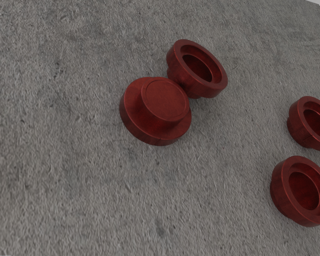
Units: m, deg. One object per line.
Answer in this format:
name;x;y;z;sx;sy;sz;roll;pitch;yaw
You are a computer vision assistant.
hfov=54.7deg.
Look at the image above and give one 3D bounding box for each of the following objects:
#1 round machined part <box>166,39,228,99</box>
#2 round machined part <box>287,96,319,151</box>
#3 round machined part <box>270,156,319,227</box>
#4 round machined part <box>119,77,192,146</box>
round machined part;0.049;-0.082;0.461;0.099;0.042;0.098;23;43;-23
round machined part;0.261;-0.003;0.535;0.099;0.042;0.098;14;56;-21
round machined part;0.198;0.092;0.443;0.099;0.042;0.098;14;56;-21
round machined part;0.000;-0.029;0.410;0.099;0.042;0.098;13;56;-21
